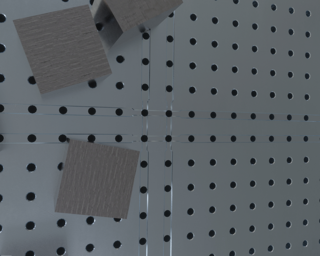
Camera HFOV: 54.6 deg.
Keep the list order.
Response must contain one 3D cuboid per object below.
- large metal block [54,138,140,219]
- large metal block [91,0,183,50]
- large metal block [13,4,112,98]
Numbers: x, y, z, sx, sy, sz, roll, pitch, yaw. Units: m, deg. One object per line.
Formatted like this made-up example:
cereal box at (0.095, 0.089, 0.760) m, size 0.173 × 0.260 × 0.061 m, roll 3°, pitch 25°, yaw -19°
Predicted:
large metal block at (-0.077, 0.059, 0.371) m, size 0.081 × 0.050 × 0.080 m, roll 12°, pitch 86°, yaw -20°
large metal block at (-0.032, -0.143, 0.371) m, size 0.080 × 0.080 × 0.050 m, roll -33°, pitch 101°, yaw -17°
large metal block at (-0.111, -0.086, 0.358) m, size 0.081 × 0.050 × 0.080 m, roll -21°, pitch 97°, yaw -19°
